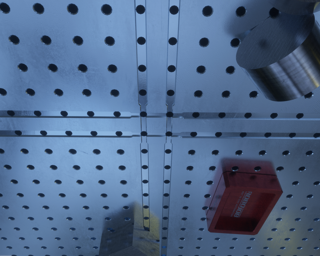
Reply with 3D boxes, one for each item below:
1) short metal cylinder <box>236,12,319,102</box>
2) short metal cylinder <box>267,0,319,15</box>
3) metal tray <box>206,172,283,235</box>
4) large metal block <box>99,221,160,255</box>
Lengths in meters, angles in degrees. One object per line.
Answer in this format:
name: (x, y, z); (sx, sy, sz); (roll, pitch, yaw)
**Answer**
short metal cylinder: (0.126, -0.074, 0.314); (0.080, 0.080, 0.050); (-33, 123, 25)
short metal cylinder: (0.124, -0.139, 0.254); (0.080, 0.050, 0.079); (2, 99, 13)
metal tray: (0.137, 0.130, 0.520); (0.091, 0.030, 0.129); (5, 130, -5)
large metal block: (-0.057, 0.230, 0.590); (0.080, 0.050, 0.080); (-29, 125, 22)
